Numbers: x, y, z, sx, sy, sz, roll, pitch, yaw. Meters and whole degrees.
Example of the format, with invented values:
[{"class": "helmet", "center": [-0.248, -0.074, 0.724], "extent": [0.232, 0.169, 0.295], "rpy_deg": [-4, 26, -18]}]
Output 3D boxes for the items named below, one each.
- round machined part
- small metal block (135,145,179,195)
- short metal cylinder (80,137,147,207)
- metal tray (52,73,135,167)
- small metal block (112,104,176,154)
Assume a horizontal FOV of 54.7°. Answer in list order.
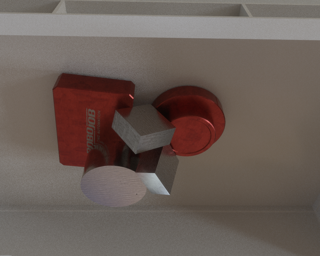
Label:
[{"class": "round machined part", "center": [0.034, -0.002, 0.395], "extent": [0.099, 0.042, 0.097], "rpy_deg": [-1, 130, 0]}, {"class": "small metal block", "center": [-0.002, 0.047, 0.379], "extent": [0.025, 0.050, 0.050], "rpy_deg": [-2, 140, 26]}, {"class": "short metal cylinder", "center": [-0.057, 0.057, 0.399], "extent": [0.081, 0.050, 0.079], "rpy_deg": [0, 130, 0]}, {"class": "metal tray", "center": [-0.083, -0.003, 0.397], "extent": [0.091, 0.030, 0.129], "rpy_deg": [6, 130, -6]}, {"class": "small metal block", "center": [-0.019, -0.001, 0.356], "extent": [0.050, 0.050, 0.025], "rpy_deg": [-13, 135, -39]}]
